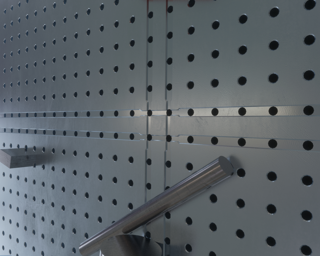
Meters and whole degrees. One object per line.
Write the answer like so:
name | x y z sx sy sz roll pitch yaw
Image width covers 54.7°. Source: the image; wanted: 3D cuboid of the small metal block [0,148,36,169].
small metal block | -0.292 0.061 0.634 0.050 0.050 0.025 17 101 38

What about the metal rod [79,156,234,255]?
metal rod | -0.024 0.121 0.428 0.299 0.025 0.025 -39 67 33

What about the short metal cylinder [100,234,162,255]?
short metal cylinder | -0.040 0.182 0.407 0.080 0.081 0.050 11 97 39
